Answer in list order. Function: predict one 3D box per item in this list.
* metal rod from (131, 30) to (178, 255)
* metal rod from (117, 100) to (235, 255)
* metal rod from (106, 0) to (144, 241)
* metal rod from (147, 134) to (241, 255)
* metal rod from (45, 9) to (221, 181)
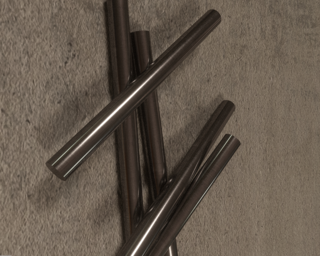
[{"bbox_3d":[-0.007,0.029,0.401,0.025,0.025,0.298,-13,98,-40],"label":"metal rod"},{"bbox_3d":[0.034,0.057,0.407,0.301,0.025,0.025,-51,121,-38],"label":"metal rod"},{"bbox_3d":[-0.040,-0.005,0.372,0.025,0.025,0.298,-7,95,-40],"label":"metal rod"},{"bbox_3d":[0.010,0.128,0.385,0.300,0.025,0.025,-51,121,-17],"label":"metal rod"},{"bbox_3d":[-0.011,-0.057,0.363,0.301,0.025,0.025,-49,119,-30],"label":"metal rod"}]
